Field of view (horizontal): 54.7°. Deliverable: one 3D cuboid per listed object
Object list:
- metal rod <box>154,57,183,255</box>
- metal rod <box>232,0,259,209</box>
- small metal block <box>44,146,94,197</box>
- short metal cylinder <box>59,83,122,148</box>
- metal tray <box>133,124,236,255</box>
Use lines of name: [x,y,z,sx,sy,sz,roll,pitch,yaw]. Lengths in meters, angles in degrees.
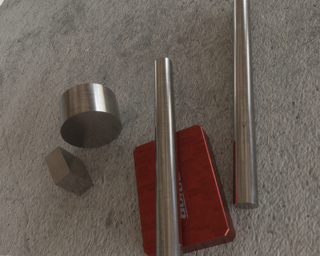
metal rod: [0.007,0.041,0.335,0.025,0.025,0.299,-14,56,20]
metal rod: [0.102,-0.052,0.382,0.025,0.025,0.299,-7,58,24]
small metal block: [-0.122,0.058,0.416,0.025,0.050,0.050,-40,51,1]
short metal cylinder: [-0.097,-0.016,0.429,0.080,0.080,0.050,-25,53,12]
metal tray: [0.022,0.069,0.347,0.090,0.030,0.130,-21,54,15]
